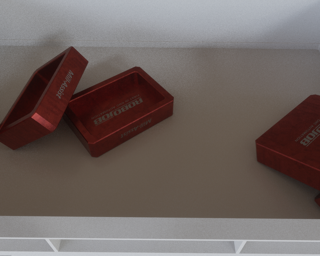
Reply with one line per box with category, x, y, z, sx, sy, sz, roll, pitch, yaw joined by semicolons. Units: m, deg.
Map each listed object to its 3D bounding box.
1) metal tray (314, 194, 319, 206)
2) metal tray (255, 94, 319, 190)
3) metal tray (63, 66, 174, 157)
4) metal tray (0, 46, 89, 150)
metal tray;0.222;0.044;0.297;0.091;0.129;0.030;-33;76;-21
metal tray;0.192;0.011;0.376;0.131;0.030;0.090;-33;38;-25
metal tray;-0.058;-0.027;0.423;0.131;0.030;0.090;-30;56;-23
metal tray;-0.151;-0.041;0.402;0.090;0.030;0.130;-20;41;32
